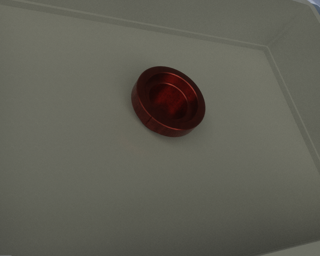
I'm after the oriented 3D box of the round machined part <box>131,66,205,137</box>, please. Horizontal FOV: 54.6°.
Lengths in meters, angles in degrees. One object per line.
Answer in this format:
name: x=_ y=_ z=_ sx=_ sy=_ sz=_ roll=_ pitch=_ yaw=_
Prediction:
round machined part: x=0.008 y=-0.031 z=0.413 sx=0.099 sy=0.042 sz=0.098 roll=13 pitch=56 yaw=-21
